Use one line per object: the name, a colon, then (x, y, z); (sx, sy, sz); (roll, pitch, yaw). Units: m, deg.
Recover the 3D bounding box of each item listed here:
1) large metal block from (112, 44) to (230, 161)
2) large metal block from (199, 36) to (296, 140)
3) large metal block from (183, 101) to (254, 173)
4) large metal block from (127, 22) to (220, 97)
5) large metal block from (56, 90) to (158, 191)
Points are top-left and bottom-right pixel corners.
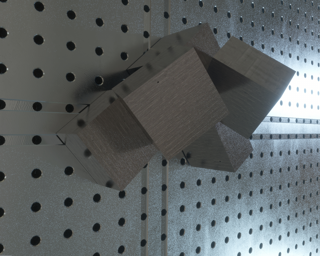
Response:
large metal block: (0.011, -0.028, 0.318); (0.080, 0.050, 0.080); (-37, 116, -6)
large metal block: (0.094, -0.046, 0.362); (0.080, 0.080, 0.050); (34, 55, 11)
large metal block: (0.071, 0.011, 0.434); (0.050, 0.080, 0.080); (-41, 116, -32)
large metal block: (0.020, -0.081, 0.390); (0.080, 0.080, 0.050); (-49, 120, -29)
large metal block: (-0.052, 0.011, 0.350); (0.080, 0.050, 0.080); (-47, 118, -30)
